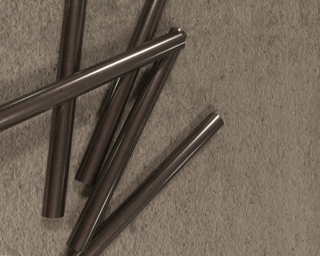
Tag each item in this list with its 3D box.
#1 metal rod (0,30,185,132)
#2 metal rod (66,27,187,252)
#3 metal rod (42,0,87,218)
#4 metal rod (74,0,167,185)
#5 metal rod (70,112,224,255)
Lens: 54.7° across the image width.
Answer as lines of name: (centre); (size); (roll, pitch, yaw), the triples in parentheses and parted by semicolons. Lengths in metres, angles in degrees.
metal rod: (-0.102, -0.044, 0.343); (0.302, 0.025, 0.025); (-28, 100, -18)
metal rod: (-0.036, 0.005, 0.389); (0.025, 0.025, 0.299); (28, 78, -18)
metal rod: (-0.111, -0.046, 0.368); (0.025, 0.025, 0.298); (6, 88, -20)
metal rod: (-0.040, -0.073, 0.394); (0.025, 0.025, 0.299); (23, 82, -19)
metal rod: (-0.023, 0.088, 0.401); (0.301, 0.025, 0.025); (-44, 104, -15)
